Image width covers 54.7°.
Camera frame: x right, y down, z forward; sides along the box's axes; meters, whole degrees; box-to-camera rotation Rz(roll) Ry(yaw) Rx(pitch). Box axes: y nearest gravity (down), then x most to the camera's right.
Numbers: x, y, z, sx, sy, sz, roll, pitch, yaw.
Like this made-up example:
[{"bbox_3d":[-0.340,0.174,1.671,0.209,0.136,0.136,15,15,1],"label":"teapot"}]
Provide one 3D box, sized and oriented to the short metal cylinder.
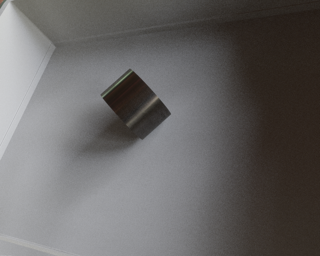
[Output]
[{"bbox_3d":[-0.031,-0.031,0.404,0.050,0.080,0.080,-42,51,-1],"label":"short metal cylinder"}]
